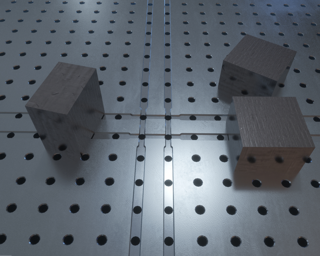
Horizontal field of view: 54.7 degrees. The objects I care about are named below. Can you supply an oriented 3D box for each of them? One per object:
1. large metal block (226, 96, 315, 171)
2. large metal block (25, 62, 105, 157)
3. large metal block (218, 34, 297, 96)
[{"bbox_3d":[0.132,0.006,0.388,0.081,0.050,0.080,0,50,0],"label":"large metal block"},{"bbox_3d":[-0.113,-0.023,0.390,0.050,0.080,0.080,12,51,9],"label":"large metal block"},{"bbox_3d":[0.146,-0.089,0.468,0.080,0.050,0.080,28,55,21],"label":"large metal block"}]
